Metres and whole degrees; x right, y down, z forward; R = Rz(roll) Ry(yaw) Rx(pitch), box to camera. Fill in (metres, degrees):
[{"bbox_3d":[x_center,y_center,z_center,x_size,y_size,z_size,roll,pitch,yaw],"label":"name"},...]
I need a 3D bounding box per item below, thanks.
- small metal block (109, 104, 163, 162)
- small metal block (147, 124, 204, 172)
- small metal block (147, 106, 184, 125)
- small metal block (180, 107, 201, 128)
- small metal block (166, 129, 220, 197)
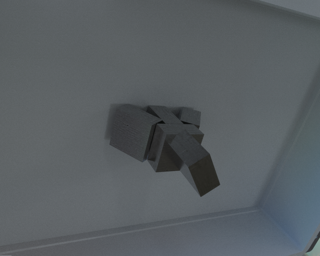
[{"bbox_3d":[-0.030,0.006,0.374,0.025,0.050,0.050,-27,138,-56],"label":"small metal block"},{"bbox_3d":[0.018,0.023,0.364,0.050,0.025,0.050,1,118,-29],"label":"small metal block"},{"bbox_3d":[0.001,0.005,0.393,0.025,0.050,0.050,1,118,-29],"label":"small metal block"},{"bbox_3d":[0.034,0.006,0.410,0.025,0.050,0.050,16,115,2],"label":"small metal block"},{"bbox_3d":[0.036,0.037,0.335,0.025,0.050,0.050,-31,128,-8],"label":"small metal block"}]
